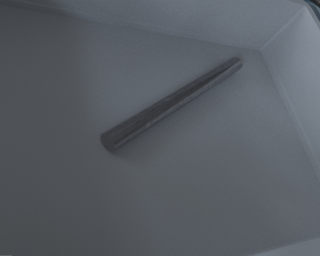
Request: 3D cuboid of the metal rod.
[{"bbox_3d":[0.037,-0.048,0.456,0.302,0.025,0.025,-34,81,-38],"label":"metal rod"}]
